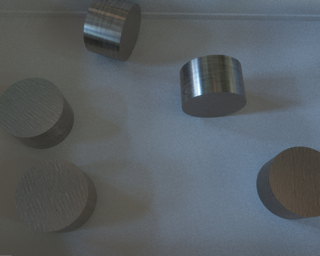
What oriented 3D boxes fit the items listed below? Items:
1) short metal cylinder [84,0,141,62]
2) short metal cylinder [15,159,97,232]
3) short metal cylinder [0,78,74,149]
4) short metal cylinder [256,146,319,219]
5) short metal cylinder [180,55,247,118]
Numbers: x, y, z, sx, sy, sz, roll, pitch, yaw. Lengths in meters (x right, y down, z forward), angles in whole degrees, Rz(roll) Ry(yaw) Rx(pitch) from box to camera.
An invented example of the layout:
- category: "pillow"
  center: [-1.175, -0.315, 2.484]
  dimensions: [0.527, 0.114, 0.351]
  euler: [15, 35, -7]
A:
- category: "short metal cylinder"
  center: [-0.064, -0.138, 0.430]
  dimensions: [0.050, 0.080, 0.080]
  euler: [18, 71, 6]
- category: "short metal cylinder"
  center: [-0.120, 0.081, 0.366]
  dimensions: [0.081, 0.050, 0.080]
  euler: [0, 70, 0]
- category: "short metal cylinder"
  center: [-0.159, -0.018, 0.402]
  dimensions: [0.081, 0.050, 0.080]
  euler: [0, 70, 0]
- category: "short metal cylinder"
  center: [0.164, 0.067, 0.373]
  dimensions: [0.081, 0.050, 0.080]
  euler: [0, 70, 0]
- category: "short metal cylinder"
  center: [0.067, -0.051, 0.399]
  dimensions: [0.081, 0.080, 0.050]
  euler: [-2, 70, -1]
